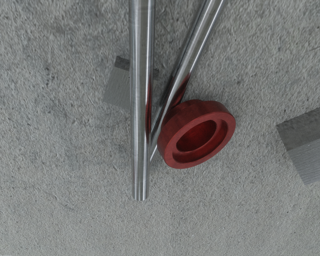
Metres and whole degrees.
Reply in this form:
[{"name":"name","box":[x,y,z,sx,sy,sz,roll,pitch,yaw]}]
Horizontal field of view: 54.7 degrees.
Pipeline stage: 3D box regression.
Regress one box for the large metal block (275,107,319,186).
[{"name":"large metal block","box":[0.213,0.022,0.413,0.080,0.050,0.080,-26,126,20]}]

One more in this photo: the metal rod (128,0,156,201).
[{"name":"metal rod","box":[-0.022,-0.017,0.358,0.025,0.025,0.298,2,130,-2]}]

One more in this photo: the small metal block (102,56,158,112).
[{"name":"small metal block","box":[-0.035,-0.050,0.364,0.050,0.025,0.050,17,128,-14]}]

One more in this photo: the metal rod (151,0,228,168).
[{"name":"metal rod","box":[0.016,-0.042,0.371,0.025,0.025,0.298,14,129,-12]}]

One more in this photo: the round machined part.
[{"name":"round machined part","box":[0.040,0.003,0.383,0.099,0.042,0.097,-20,142,-16]}]
